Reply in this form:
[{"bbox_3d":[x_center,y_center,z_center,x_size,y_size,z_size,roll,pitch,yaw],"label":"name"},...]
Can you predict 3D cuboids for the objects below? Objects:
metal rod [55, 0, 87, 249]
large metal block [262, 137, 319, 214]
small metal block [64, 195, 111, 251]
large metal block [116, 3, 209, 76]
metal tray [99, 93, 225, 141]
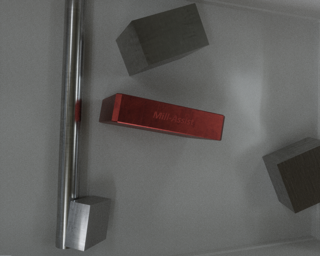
[{"bbox_3d":[-0.106,-0.009,0.371,0.025,0.025,0.298,2,89,-20],"label":"metal rod"},{"bbox_3d":[0.215,0.069,0.468,0.080,0.050,0.080,-23,98,-2],"label":"large metal block"},{"bbox_3d":[-0.083,0.110,0.365,0.025,0.050,0.050,6,88,18],"label":"small metal block"},{"bbox_3d":[0.000,-0.106,0.382,0.081,0.080,0.050,-23,98,-19],"label":"large metal block"},{"bbox_3d":[0.000,-0.011,0.376,0.131,0.090,0.030,10,87,-20],"label":"metal tray"}]
